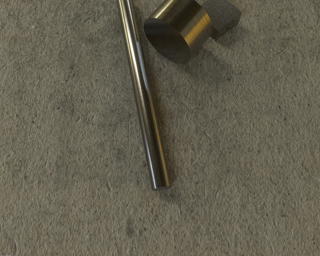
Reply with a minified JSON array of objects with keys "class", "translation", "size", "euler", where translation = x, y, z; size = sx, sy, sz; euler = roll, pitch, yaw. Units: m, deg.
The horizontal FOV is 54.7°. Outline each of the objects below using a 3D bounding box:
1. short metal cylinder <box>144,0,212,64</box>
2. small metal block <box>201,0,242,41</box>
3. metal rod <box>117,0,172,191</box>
[{"class":"short metal cylinder","translation":[0.024,-0.136,0.429],"size":[0.080,0.080,0.050],"euler":[35,74,12]},{"class":"small metal block","translation":[0.086,-0.169,0.471],"size":[0.050,0.025,0.050],"euler":[-40,75,-13]},{"class":"metal rod","translation":[-0.026,-0.064,0.431],"size":[0.025,0.025,0.299],"euler":[-10,70,-4]}]
